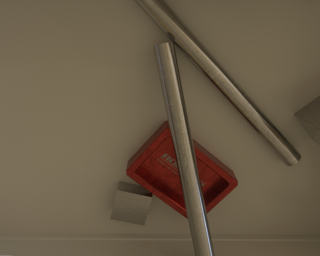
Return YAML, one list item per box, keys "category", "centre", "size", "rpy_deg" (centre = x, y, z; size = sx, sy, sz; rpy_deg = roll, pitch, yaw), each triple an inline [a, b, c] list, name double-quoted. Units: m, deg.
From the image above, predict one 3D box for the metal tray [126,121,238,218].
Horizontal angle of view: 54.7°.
- category: "metal tray"
  centre: [0.031, 0.063, 0.432]
  size: [0.130, 0.030, 0.090]
  rpy_deg: [39, 105, -14]

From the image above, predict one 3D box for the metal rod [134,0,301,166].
- category: "metal rod"
  centre: [0.080, -0.057, 0.391]
  size: [0.025, 0.025, 0.300]
  rpy_deg: [-42, 105, 14]

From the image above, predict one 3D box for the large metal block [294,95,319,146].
- category: "large metal block"
  centre: [0.229, -0.011, 0.381]
  size: [0.080, 0.080, 0.050]
  rpy_deg: [-39, 106, 13]

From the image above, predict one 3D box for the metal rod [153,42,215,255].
- category: "metal rod"
  centre: [0.034, 0.046, 0.387]
  size: [0.025, 0.025, 0.298]
  rpy_deg: [-11, 97, 3]

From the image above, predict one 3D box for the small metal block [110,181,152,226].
- category: "small metal block"
  centre: [-0.041, 0.110, 0.451]
  size: [0.050, 0.025, 0.050]
  rpy_deg: [13, 110, -5]
